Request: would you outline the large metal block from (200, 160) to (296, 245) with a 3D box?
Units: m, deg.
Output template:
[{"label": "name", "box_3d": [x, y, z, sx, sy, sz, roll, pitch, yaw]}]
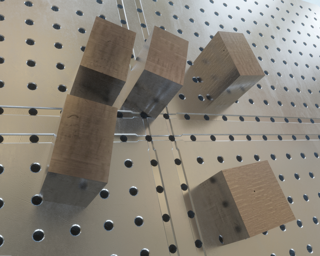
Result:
[{"label": "large metal block", "box_3d": [0.110, 0.093, 0.394, 0.081, 0.050, 0.080, -6, 65, -31]}]

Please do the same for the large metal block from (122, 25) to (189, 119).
[{"label": "large metal block", "box_3d": [-0.006, -0.072, 0.413, 0.050, 0.080, 0.080, 21, 54, -16]}]

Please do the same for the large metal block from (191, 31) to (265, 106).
[{"label": "large metal block", "box_3d": [0.102, -0.091, 0.483, 0.050, 0.080, 0.080, -6, 65, -31]}]

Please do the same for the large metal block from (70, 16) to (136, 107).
[{"label": "large metal block", "box_3d": [-0.072, -0.071, 0.377, 0.050, 0.080, 0.080, 19, 55, -18]}]

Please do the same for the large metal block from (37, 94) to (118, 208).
[{"label": "large metal block", "box_3d": [-0.083, 0.026, 0.312, 0.050, 0.080, 0.080, 15, 56, -20]}]
